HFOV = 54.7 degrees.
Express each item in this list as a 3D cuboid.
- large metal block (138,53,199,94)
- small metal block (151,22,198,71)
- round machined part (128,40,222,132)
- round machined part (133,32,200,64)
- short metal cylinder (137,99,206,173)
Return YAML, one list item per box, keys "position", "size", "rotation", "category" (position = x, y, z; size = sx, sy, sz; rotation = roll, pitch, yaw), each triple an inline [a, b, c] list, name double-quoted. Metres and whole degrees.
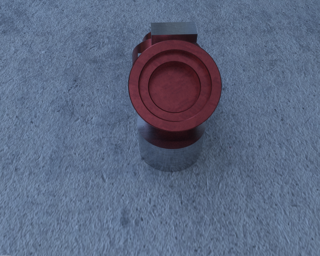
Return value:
- position: [0.013, -0.052, 0.412]
  size: [0.081, 0.080, 0.050]
  rotation: [-2, 50, -2]
  category: "large metal block"
- position: [0.015, -0.095, 0.364]
  size: [0.050, 0.050, 0.025]
  rotation: [-2, 50, -2]
  category: "small metal block"
- position: [0.016, -0.044, 0.345]
  size: [0.099, 0.042, 0.097]
  rotation: [0, 88, -2]
  category: "round machined part"
- position: [0.010, -0.106, 0.441]
  size: [0.099, 0.098, 0.042]
  rotation: [-2, 75, -2]
  category: "round machined part"
- position: [0.013, 0.008, 0.383]
  size: [0.081, 0.050, 0.080]
  rotation: [0, 50, 0]
  category: "short metal cylinder"
